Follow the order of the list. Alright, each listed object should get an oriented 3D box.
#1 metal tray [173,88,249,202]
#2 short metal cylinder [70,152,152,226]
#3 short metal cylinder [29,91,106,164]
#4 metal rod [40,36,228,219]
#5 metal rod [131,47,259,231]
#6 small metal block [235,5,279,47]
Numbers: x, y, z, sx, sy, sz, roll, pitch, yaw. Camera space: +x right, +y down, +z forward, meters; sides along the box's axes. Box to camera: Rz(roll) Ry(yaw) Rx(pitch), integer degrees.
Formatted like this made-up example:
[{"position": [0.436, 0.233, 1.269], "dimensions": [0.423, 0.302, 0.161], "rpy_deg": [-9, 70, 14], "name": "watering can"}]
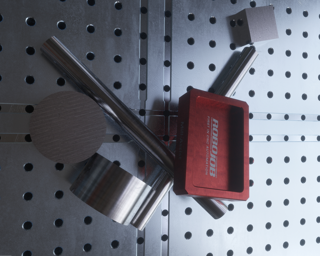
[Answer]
[{"position": [0.067, 0.023, 0.391], "dimensions": [0.091, 0.030, 0.129], "rpy_deg": [12, 72, -22], "name": "metal tray"}, {"position": [-0.057, 0.070, 0.363], "dimensions": [0.080, 0.080, 0.050], "rpy_deg": [36, 79, -17], "name": "short metal cylinder"}, {"position": [-0.107, -0.001, 0.360], "dimensions": [0.081, 0.050, 0.079], "rpy_deg": [0, 90, -20], "name": "short metal cylinder"}, {"position": [-0.026, 0.005, 0.385], "dimensions": [0.300, 0.025, 0.025], "rpy_deg": [45, 76, -8], "name": "metal rod"}, {"position": [0.052, 0.007, 0.432], "dimensions": [0.025, 0.025, 0.300], "rpy_deg": [39, 77, -16], "name": "metal rod"}, {"position": [0.147, -0.154, 0.468], "dimensions": [0.050, 0.025, 0.050], "rpy_deg": [-14, 95, -20], "name": "small metal block"}]
